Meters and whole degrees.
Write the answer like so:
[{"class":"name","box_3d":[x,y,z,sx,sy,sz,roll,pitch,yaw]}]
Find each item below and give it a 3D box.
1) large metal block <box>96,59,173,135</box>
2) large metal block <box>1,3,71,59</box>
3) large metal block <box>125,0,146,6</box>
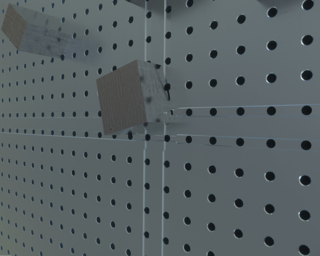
[{"class":"large metal block","box_3d":[-0.036,-0.038,0.421,0.080,0.050,0.080,-16,80,38]},{"class":"large metal block","box_3d":[-0.221,-0.171,0.552,0.080,0.081,0.050,44,117,30]},{"class":"large metal block","box_3d":[-0.032,-0.210,0.398,0.080,0.081,0.050,-14,82,39]}]
